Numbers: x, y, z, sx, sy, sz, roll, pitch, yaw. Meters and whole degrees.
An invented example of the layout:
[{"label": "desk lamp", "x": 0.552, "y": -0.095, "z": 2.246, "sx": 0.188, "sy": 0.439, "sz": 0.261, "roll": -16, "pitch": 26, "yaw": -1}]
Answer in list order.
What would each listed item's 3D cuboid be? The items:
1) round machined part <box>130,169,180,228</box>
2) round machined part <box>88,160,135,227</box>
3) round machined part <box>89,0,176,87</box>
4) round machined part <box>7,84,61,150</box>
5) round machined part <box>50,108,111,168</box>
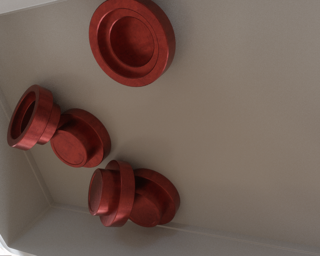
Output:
[{"label": "round machined part", "x": -0.022, "y": 0.114, "z": 0.480, "sx": 0.098, "sy": 0.042, "sz": 0.097, "roll": 13, "pitch": 124, "yaw": 21}, {"label": "round machined part", "x": -0.076, "y": 0.096, "z": 0.459, "sx": 0.042, "sy": 0.098, "sz": 0.097, "roll": 11, "pitch": 135, "yaw": -27}, {"label": "round machined part", "x": -0.027, "y": -0.099, "z": 0.351, "sx": 0.098, "sy": 0.042, "sz": 0.097, "roll": 13, "pitch": 124, "yaw": 21}, {"label": "round machined part", "x": -0.185, "y": -0.013, "z": 0.465, "sx": 0.098, "sy": 0.098, "sz": 0.042, "roll": -27, "pitch": 143, "yaw": 37}, {"label": "round machined part", "x": -0.129, "y": 0.022, "z": 0.480, "sx": 0.098, "sy": 0.042, "sz": 0.097, "roll": 13, "pitch": 124, "yaw": 21}]
